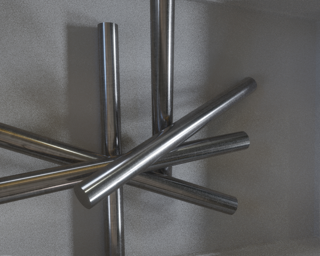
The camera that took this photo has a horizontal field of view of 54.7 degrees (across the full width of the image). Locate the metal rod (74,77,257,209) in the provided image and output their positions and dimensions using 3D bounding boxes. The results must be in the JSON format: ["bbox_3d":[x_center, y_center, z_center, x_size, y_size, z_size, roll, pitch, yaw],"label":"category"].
[{"bbox_3d":[0.032,-0.001,0.367,0.302,0.025,0.025,-32,101,-38],"label":"metal rod"}]

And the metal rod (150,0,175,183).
[{"bbox_3d":[0.003,-0.057,0.347,0.025,0.025,0.298,-11,119,-20],"label":"metal rod"}]

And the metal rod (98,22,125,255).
[{"bbox_3d":[-0.061,0.021,0.388,0.025,0.025,0.298,-2,91,-20],"label":"metal rod"}]

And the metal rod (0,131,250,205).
[{"bbox_3d":[-0.027,0.039,0.347,0.303,0.025,0.025,-9,93,-24],"label":"metal rod"}]

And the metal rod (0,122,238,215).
[{"bbox_3d":[-0.040,0.054,0.367,0.302,0.025,0.025,20,83,-17],"label":"metal rod"}]
